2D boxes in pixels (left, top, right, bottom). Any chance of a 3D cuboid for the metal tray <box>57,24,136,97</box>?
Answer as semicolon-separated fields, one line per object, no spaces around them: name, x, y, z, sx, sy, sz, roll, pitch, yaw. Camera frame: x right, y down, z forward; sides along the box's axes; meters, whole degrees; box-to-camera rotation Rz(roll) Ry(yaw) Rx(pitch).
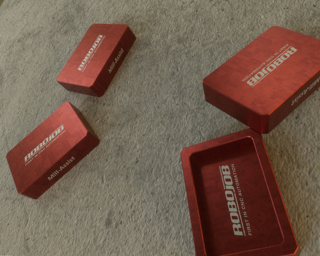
metal tray;-0.108;-0.120;0.531;0.090;0.030;0.130;14;69;33

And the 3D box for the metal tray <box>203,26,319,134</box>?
metal tray;0.125;-0.060;0.352;0.131;0.030;0.090;-38;50;-17

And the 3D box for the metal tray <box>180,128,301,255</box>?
metal tray;0.076;0.071;0.317;0.090;0.030;0.130;-19;54;17

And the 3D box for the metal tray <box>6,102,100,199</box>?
metal tray;-0.164;0.032;0.467;0.130;0.030;0.090;-42;51;-1
